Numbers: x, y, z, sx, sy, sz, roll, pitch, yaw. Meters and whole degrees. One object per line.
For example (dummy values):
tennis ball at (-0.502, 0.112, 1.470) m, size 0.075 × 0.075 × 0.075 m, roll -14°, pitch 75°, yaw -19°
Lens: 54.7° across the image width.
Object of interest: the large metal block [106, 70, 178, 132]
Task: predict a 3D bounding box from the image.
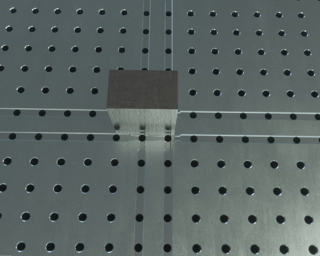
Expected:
large metal block at (-0.020, -0.031, 0.394) m, size 0.081 × 0.080 × 0.050 m, roll 1°, pitch 70°, yaw 0°
